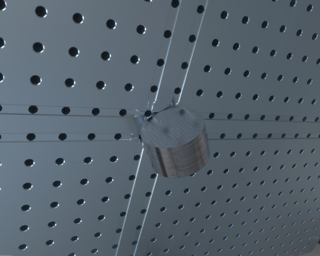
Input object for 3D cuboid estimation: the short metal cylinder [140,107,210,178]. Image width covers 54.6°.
[{"bbox_3d":[0.020,0.017,0.396,0.080,0.080,0.050,-25,127,-13],"label":"short metal cylinder"}]
